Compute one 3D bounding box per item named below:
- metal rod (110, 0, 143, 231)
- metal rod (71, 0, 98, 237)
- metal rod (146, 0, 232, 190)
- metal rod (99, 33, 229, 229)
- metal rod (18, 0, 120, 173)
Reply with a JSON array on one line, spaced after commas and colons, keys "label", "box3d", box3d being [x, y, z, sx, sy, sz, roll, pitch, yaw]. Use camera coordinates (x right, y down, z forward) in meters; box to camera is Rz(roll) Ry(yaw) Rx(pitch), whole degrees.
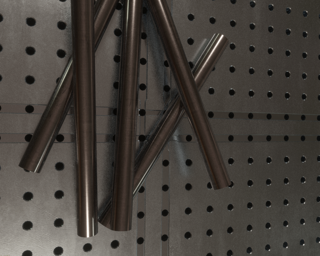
[{"label": "metal rod", "box3d": [-0.040, -0.029, 0.383, 0.025, 0.025, 0.298, 5, 83, -20]}, {"label": "metal rod", "box3d": [-0.087, -0.019, 0.360, 0.025, 0.025, 0.298, -2, 98, -20]}, {"label": "metal rod", "box3d": [0.030, -0.066, 0.401, 0.025, 0.025, 0.299, -19, 88, -19]}, {"label": "metal rod", "box3d": [0.010, -0.003, 0.417, 0.025, 0.025, 0.300, 35, 78, -17]}, {"label": "metal rod", "box3d": [-0.094, -0.089, 0.378, 0.025, 0.025, 0.299, 25, 82, -19]}]
